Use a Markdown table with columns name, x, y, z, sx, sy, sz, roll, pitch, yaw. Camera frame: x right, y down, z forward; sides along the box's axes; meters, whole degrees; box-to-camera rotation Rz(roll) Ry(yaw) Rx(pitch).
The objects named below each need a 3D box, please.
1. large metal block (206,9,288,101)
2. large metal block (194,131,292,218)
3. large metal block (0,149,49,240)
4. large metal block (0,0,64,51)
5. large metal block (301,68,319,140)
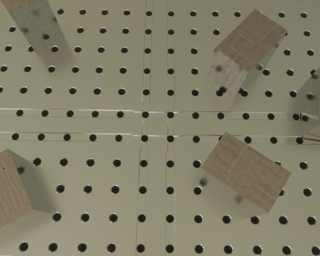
| name | x | y | z | sx | sy | sz | roll | pitch | yaw |
| --- | --- | --- | --- | --- | --- | --- | --- | --- | --- |
| large metal block | 0.113 | -0.096 | 0.418 | 0.050 | 0.080 | 0.080 | 41 | 75 | 13 |
| large metal block | 0.090 | 0.058 | 0.362 | 0.080 | 0.080 | 0.050 | 34 | 74 | 11 |
| large metal block | -0.193 | 0.084 | 0.367 | 0.080 | 0.050 | 0.080 | -28 | 73 | -10 |
| large metal block | -0.191 | -0.174 | 0.445 | 0.050 | 0.080 | 0.080 | -33 | 74 | -11 |
| large metal block | 0.238 | -0.026 | 0.409 | 0.080 | 0.050 | 0.080 | 10 | 70 | 3 |
